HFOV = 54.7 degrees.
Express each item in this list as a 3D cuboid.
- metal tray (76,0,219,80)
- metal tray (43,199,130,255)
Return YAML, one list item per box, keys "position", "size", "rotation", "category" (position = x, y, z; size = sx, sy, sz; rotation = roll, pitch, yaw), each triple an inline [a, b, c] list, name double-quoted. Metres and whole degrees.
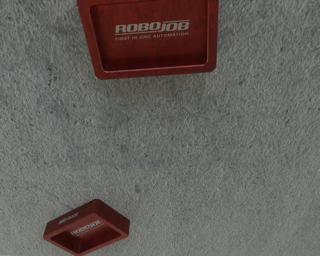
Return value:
- position: [-0.008, -0.099, 0.318]
  size: [0.131, 0.030, 0.089]
  rotation: [-4, 130, 3]
  category: "metal tray"
- position: [-0.131, 0.183, 0.558]
  size: [0.130, 0.030, 0.090]
  rotation: [-29, 125, 22]
  category: "metal tray"
